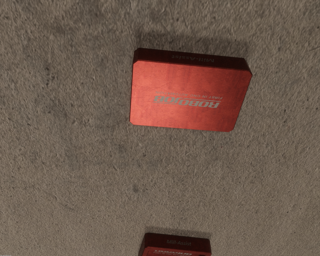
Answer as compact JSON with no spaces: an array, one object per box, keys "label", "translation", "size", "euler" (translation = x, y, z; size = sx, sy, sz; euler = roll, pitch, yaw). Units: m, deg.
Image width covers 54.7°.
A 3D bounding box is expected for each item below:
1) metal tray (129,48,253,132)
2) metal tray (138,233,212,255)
[{"label":"metal tray","translation":[0.032,-0.042,0.369],"size":[0.131,0.030,0.089],"euler":[4,130,-5]},{"label":"metal tray","translation":[0.027,0.252,0.619],"size":[0.131,0.030,0.089],"euler":[9,130,-8]}]
